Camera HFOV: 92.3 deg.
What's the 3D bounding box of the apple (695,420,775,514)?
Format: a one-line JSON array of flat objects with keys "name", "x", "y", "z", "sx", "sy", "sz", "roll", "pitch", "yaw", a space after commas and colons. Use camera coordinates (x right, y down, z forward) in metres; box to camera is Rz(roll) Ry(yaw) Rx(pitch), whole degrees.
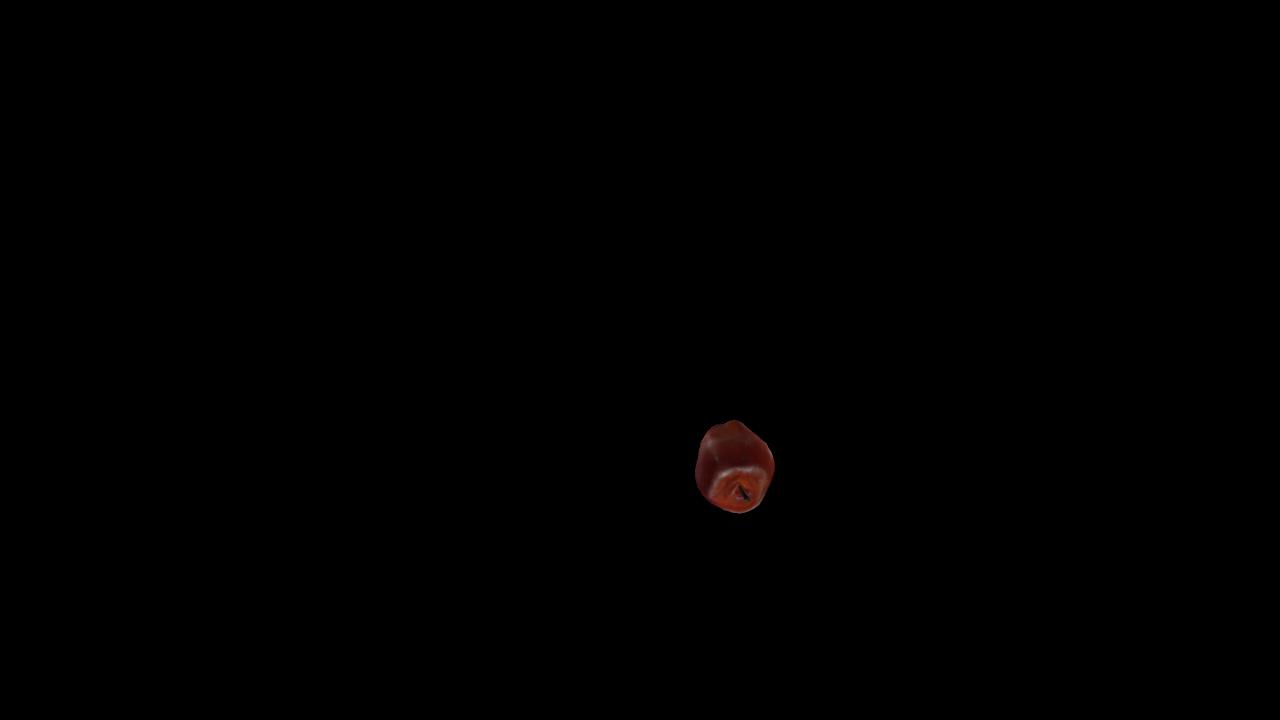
[{"name": "apple", "x": 0.091, "y": 0.103, "z": 0.596, "sx": 0.079, "sy": 0.079, "sz": 0.093, "roll": 0, "pitch": 30, "yaw": -4}]
